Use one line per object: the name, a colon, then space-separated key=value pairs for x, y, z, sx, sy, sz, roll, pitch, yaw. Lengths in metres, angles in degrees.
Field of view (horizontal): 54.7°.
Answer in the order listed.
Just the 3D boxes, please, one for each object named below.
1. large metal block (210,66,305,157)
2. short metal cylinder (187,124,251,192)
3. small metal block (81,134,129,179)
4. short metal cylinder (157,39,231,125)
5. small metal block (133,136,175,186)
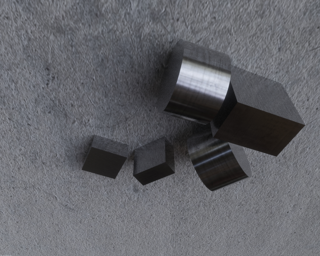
large metal block: x=0.103 y=-0.022 z=0.354 sx=0.081 sy=0.080 sz=0.050 roll=17 pitch=128 yaw=-14
short metal cylinder: x=0.078 y=0.036 z=0.403 sx=0.050 sy=0.080 sz=0.080 roll=-27 pitch=125 yaw=21
small metal block: x=-0.078 y=0.042 z=0.442 sx=0.050 sy=0.025 sz=0.050 roll=19 pitch=127 yaw=-16
short metal cylinder: x=0.034 y=-0.048 z=0.331 sx=0.050 sy=0.080 sz=0.079 roll=15 pitch=129 yaw=-13
small metal block: x=-0.008 y=0.045 z=0.429 sx=0.050 sy=0.050 sz=0.025 roll=-25 pitch=126 yaw=19
